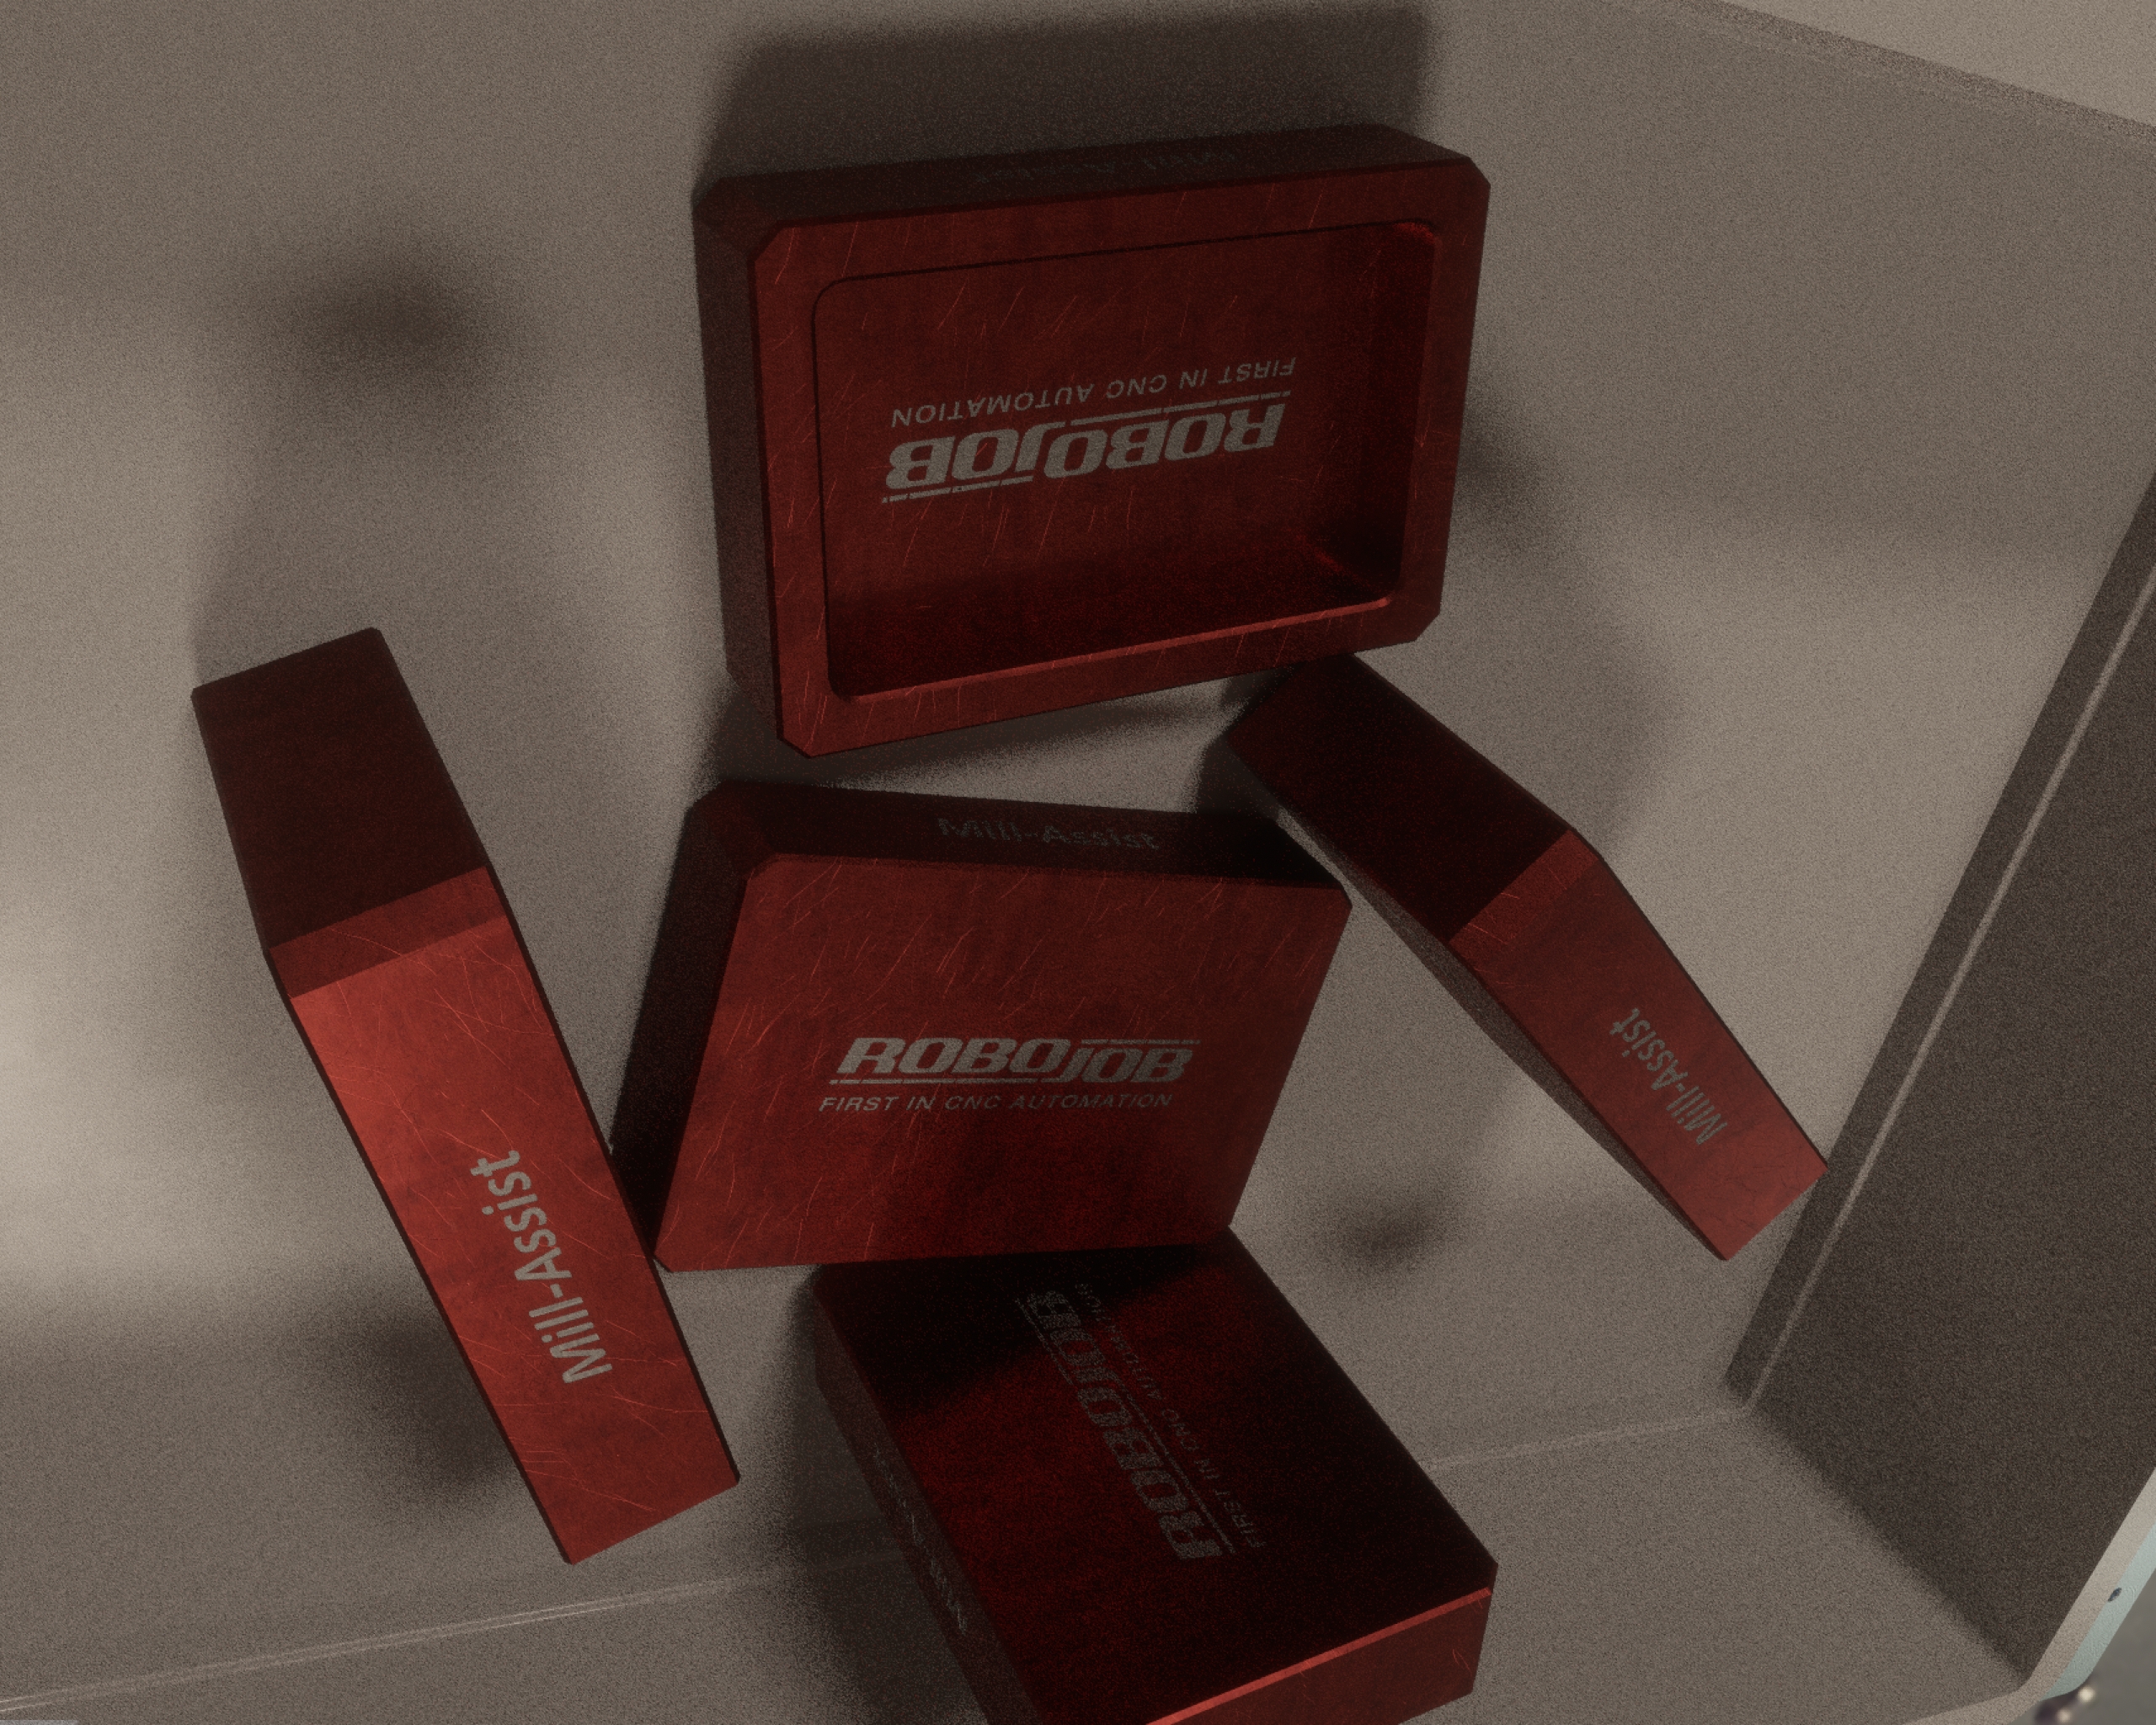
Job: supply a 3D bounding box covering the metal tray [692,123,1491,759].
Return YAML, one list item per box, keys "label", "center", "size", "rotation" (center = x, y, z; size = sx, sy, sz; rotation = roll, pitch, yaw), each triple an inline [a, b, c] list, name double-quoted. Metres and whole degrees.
- label: "metal tray"
  center: [0.004, -0.074, 0.361]
  size: [0.131, 0.030, 0.089]
  rotation: [-13, 124, -22]

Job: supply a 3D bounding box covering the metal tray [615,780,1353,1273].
- label: "metal tray"
  center: [-0.018, 0.034, 0.414]
  size: [0.131, 0.030, 0.089]
  rotation: [3, 117, -30]

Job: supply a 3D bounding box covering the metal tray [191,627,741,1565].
- label: "metal tray"
  center: [-0.097, 0.038, 0.335]
  size: [0.030, 0.090, 0.129]
  rotation: [-23, 128, -16]

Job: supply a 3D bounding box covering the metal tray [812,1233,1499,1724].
- label: "metal tray"
  center: [0.010, 0.121, 0.419]
  size: [0.091, 0.130, 0.030]
  rotation: [-12, 124, -23]

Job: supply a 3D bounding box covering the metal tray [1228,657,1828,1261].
- label: "metal tray"
  center: [0.093, 0.019, 0.428]
  size: [0.030, 0.090, 0.130]
  rotation: [-44, 130, 3]
